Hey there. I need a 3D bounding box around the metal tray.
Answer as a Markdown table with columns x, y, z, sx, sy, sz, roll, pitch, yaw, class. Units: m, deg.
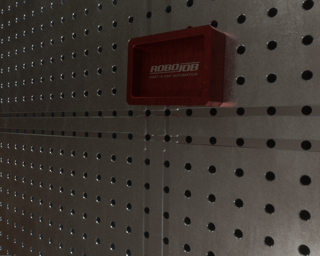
| x | y | z | sx | sy | sz | roll | pitch | yaw | class |
| --- | --- | --- | --- | --- | --- | --- | --- | --- | --- |
| 0.015 | -0.073 | 0.392 | 0.130 | 0.030 | 0.089 | 4 | 92 | 39 | metal tray |
